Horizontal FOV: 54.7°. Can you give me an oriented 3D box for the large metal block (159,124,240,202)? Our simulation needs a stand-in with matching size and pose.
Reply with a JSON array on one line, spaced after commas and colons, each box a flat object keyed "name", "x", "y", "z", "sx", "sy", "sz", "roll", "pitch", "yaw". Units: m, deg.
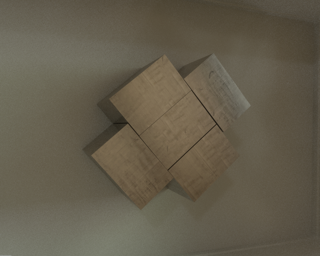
[{"name": "large metal block", "x": 0.039, "y": 0.040, "z": 0.396, "sx": 0.080, "sy": 0.080, "sz": 0.050, "roll": -42, "pitch": 104, "yaw": -15}]

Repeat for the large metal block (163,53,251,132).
[{"name": "large metal block", "x": 0.055, "y": -0.042, "z": 0.402, "sx": 0.050, "sy": 0.080, "sz": 0.080, "roll": -43, "pitch": 104, "yaw": -15}]

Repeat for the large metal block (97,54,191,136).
[{"name": "large metal block", "x": -0.022, "y": -0.037, "z": 0.372, "sx": 0.080, "sy": 0.080, "sz": 0.050, "roll": -42, "pitch": 104, "yaw": -15}]

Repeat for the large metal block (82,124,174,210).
[{"name": "large metal block", "x": -0.041, "y": 0.041, "z": 0.366, "sx": 0.050, "sy": 0.080, "sz": 0.080, "roll": -43, "pitch": 104, "yaw": -15}]

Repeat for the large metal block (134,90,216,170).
[{"name": "large metal block", "x": 0.008, "y": 0.002, "z": 0.385, "sx": 0.080, "sy": 0.080, "sz": 0.050, "roll": -42, "pitch": 104, "yaw": -15}]
